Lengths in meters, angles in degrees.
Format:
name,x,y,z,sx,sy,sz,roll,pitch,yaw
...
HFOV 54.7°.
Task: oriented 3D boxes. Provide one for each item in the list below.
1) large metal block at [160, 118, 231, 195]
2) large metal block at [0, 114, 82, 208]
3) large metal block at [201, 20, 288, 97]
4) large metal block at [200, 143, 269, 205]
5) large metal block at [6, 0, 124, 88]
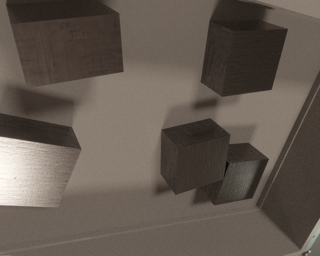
name,x,y,z,sx,sy,sz,roll,pitch,yaw
large metal block,0.048,0.040,0.445,0.081,0.050,0.079,-13,124,-22
large metal block,-0.143,0.037,0.338,0.081,0.050,0.079,13,111,-34
large metal block,0.105,-0.091,0.396,0.081,0.050,0.079,-10,123,-24
large metal block,0.118,0.073,0.505,0.081,0.050,0.079,-2,119,-28
large metal block,-0.086,-0.081,0.277,0.081,0.080,0.050,-14,125,-21
